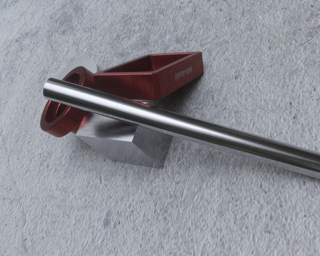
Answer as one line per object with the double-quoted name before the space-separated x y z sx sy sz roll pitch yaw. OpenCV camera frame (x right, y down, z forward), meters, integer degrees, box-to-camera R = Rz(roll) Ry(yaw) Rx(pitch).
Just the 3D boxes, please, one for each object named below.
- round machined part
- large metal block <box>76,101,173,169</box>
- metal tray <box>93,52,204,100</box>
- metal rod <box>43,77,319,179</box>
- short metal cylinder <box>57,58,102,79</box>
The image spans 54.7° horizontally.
"round machined part" -0.113 -0.030 0.414 0.098 0.042 0.098 -30 42 32
"large metal block" -0.040 0.008 0.384 0.080 0.080 0.050 5 64 30
"metal tray" -0.010 -0.071 0.400 0.090 0.030 0.131 5 24 30
"metal rod" 0.022 -0.002 0.318 0.301 0.025 0.025 16 68 8
"short metal cylinder" -0.119 -0.063 0.488 0.080 0.050 0.080 -13 56 20
